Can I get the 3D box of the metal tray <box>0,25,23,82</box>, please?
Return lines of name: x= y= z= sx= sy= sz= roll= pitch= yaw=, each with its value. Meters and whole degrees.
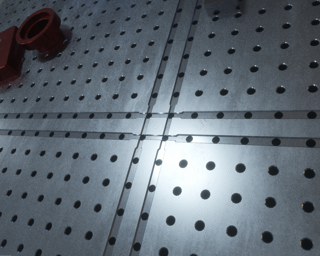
metal tray: x=-0.351 y=-0.159 z=0.683 sx=0.090 sy=0.030 sz=0.130 roll=-19 pitch=54 yaw=16

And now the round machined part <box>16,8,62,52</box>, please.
round machined part: x=-0.246 y=-0.199 z=0.645 sx=0.098 sy=0.042 sz=0.098 roll=-13 pitch=56 yaw=20

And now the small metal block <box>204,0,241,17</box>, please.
small metal block: x=0.099 y=-0.205 z=0.481 sx=0.050 sy=0.025 sz=0.050 roll=-2 pitch=61 yaw=27
